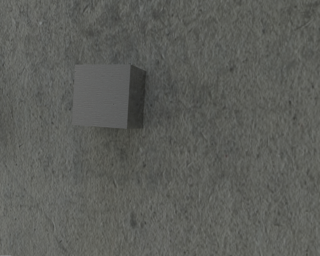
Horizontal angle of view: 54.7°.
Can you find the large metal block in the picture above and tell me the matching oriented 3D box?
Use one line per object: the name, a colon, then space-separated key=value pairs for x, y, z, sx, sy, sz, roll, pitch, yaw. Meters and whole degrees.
large metal block: x=-0.068 y=-0.041 z=0.418 sx=0.080 sy=0.050 sz=0.079 roll=4 pitch=91 yaw=19
